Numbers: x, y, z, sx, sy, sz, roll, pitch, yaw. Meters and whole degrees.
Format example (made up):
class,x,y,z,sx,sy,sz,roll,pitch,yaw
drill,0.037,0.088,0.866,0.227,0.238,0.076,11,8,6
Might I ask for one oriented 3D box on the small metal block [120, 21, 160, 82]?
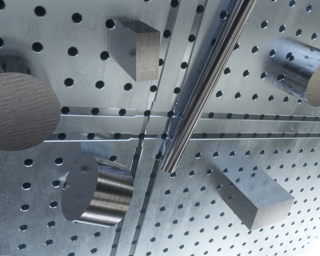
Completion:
class,x,y,z,sx,sy,sz,roll,pitch,yaw
small metal block,-0.023,-0.083,0.331,0.025,0.050,0.050,-11,123,-23

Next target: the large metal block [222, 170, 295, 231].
class,x,y,z,sx,sy,sz,roll,pitch,yaw
large metal block,0.171,0.125,0.546,0.081,0.080,0.050,-7,122,-25

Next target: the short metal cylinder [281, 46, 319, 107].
class,x,y,z,sx,sy,sz,roll,pitch,yaw
short metal cylinder,0.236,-0.079,0.474,0.081,0.050,0.079,-14,124,-21

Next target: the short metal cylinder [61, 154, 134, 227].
class,x,y,z,sx,sy,sz,roll,pitch,yaw
short metal cylinder,-0.078,0.077,0.381,0.050,0.080,0.080,25,104,-37

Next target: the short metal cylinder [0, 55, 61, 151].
class,x,y,z,sx,sy,sz,roll,pitch,yaw
short metal cylinder,-0.143,-0.025,0.302,0.081,0.050,0.079,-14,124,-21

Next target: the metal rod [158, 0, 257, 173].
class,x,y,z,sx,sy,sz,roll,pitch,yaw
metal rod,0.066,-0.070,0.403,0.025,0.025,0.298,11,113,-33
